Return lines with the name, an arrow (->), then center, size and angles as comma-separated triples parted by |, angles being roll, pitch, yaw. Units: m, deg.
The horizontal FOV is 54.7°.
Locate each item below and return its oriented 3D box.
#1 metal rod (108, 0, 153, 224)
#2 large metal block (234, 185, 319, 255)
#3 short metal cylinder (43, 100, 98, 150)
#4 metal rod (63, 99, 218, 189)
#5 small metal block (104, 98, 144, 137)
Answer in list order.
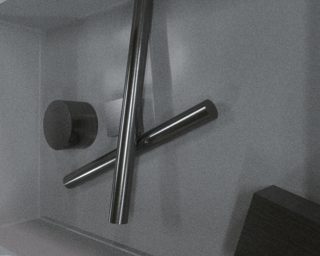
metal rod -> -0.038, -0.027, 0.410 | 0.025, 0.025, 0.298 | 2, 83, 39
large metal block -> 0.123, 0.110, 0.288 | 0.080, 0.050, 0.079 | 22, 104, 37
short metal cylinder -> -0.147, -0.005, 0.509 | 0.080, 0.050, 0.079 | 0, 90, 39
metal rod -> -0.048, 0.035, 0.443 | 0.299, 0.025, 0.025 | -28, 73, 36
small metal block -> -0.052, -0.015, 0.448 | 0.050, 0.025, 0.050 | -10, 84, 39
